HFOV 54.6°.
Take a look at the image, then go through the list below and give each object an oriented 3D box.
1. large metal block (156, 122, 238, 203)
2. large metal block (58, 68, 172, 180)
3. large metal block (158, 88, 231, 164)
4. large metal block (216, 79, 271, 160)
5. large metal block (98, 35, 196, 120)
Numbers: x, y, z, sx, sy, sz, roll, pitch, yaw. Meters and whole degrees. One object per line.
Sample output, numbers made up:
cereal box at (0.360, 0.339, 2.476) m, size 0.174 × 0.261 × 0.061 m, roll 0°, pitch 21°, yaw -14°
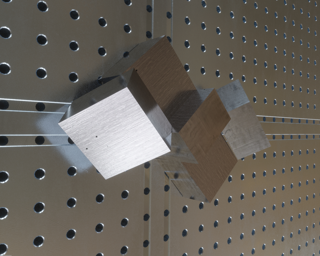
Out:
large metal block at (0.054, 0.045, 0.436) m, size 0.080 × 0.050 × 0.080 m, roll -48°, pitch 117°, yaw -29°
large metal block at (-0.043, -0.003, 0.327) m, size 0.080 × 0.080 × 0.050 m, roll 56°, pitch 19°, yaw -25°
large metal block at (0.029, -0.004, 0.396) m, size 0.080 × 0.080 × 0.050 m, roll -50°, pitch 121°, yaw -28°
large metal block at (0.117, -0.014, 0.462) m, size 0.080 × 0.050 × 0.080 m, roll 56°, pitch 18°, yaw -26°
large metal block at (-0.013, -0.053, 0.381) m, size 0.080 × 0.050 × 0.080 m, roll -48°, pitch 119°, yaw -27°
